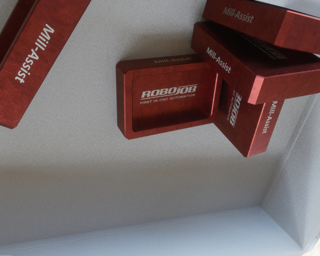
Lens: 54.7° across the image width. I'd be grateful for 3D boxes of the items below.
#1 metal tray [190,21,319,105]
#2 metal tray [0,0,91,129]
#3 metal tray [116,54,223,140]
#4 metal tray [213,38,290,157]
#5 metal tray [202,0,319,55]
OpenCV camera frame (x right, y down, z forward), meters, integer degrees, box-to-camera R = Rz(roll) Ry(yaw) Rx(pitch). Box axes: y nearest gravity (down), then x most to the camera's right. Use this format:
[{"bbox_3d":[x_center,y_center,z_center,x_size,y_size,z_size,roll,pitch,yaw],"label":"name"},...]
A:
[{"bbox_3d":[0.102,-0.079,0.338,0.091,0.130,0.030,-11,132,-20],"label":"metal tray"},{"bbox_3d":[-0.110,-0.075,0.259,0.030,0.090,0.129,27,104,-37],"label":"metal tray"},{"bbox_3d":[0.013,-0.041,0.386,0.131,0.030,0.089,-11,123,-23],"label":"metal tray"},{"bbox_3d":[0.108,-0.039,0.389,0.030,0.090,0.129,-15,133,-20],"label":"metal tray"},{"bbox_3d":[0.118,-0.114,0.334,0.091,0.130,0.030,0,118,-29],"label":"metal tray"}]
